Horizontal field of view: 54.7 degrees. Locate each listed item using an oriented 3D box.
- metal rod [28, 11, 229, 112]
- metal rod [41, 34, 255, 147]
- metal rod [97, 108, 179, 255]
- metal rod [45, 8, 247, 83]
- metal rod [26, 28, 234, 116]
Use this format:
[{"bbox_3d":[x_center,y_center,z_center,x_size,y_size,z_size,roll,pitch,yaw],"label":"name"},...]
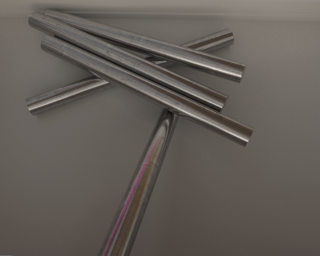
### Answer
[{"bbox_3d":[-0.052,-0.093,0.416,0.301,0.025,0.025,26,72,14],"label":"metal rod"},{"bbox_3d":[-0.026,-0.054,0.396,0.301,0.025,0.025,26,72,14],"label":"metal rod"},{"bbox_3d":[-0.019,0.060,0.312,0.025,0.025,0.301,16,42,6],"label":"metal rod"},{"bbox_3d":[-0.031,-0.118,0.430,0.301,0.025,0.025,20,71,16],"label":"metal rod"},{"bbox_3d":[-0.036,-0.082,0.439,0.302,0.025,0.025,-21,72,-8],"label":"metal rod"}]
